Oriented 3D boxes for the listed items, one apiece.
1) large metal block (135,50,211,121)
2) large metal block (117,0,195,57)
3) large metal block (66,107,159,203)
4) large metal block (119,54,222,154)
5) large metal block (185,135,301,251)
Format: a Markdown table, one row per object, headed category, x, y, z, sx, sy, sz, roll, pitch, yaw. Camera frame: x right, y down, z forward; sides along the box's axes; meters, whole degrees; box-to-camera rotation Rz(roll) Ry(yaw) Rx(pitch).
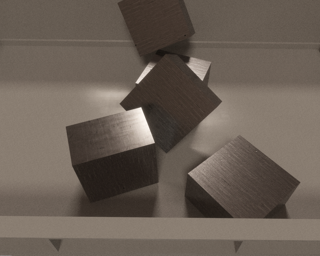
| category | x | y | z | sx | sy | sz | roll | pitch | yaw |
| --- | --- | --- | --- | --- | --- | --- | --- | --- | --- |
| large metal block | 0.020 | -0.060 | 0.439 | 0.080 | 0.050 | 0.080 | 17 | 52 | 13 |
| large metal block | -0.003 | -0.160 | 0.452 | 0.080 | 0.080 | 0.050 | -17 | 17 | 19 |
| large metal block | -0.049 | 0.031 | 0.340 | 0.081 | 0.080 | 0.050 | -15 | 52 | -9 |
| large metal block | 0.014 | -0.030 | 0.370 | 0.080 | 0.080 | 0.050 | 47 | 20 | 3 |
| large metal block | 0.085 | 0.067 | 0.334 | 0.081 | 0.050 | 0.080 | -33 | 58 | -25 |
